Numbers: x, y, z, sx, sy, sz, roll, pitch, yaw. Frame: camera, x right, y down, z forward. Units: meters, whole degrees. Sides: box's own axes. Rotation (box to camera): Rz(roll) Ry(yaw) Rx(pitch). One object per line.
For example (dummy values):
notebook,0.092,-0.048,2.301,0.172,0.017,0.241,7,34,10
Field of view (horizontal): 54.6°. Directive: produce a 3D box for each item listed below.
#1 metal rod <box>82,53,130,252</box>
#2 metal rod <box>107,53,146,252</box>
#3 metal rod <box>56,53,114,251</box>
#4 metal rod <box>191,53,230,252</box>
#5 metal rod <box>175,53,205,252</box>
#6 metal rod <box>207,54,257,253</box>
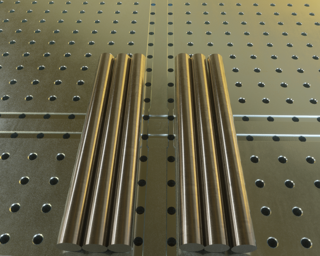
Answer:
metal rod,-0.062,0.004,0.403,0.025,0.025,0.300,1,50,1
metal rod,-0.037,0.004,0.403,0.025,0.025,0.300,1,50,1
metal rod,-0.088,0.004,0.404,0.025,0.025,0.300,1,50,1
metal rod,0.059,0.004,0.404,0.025,0.025,0.300,1,50,1
metal rod,0.034,0.004,0.404,0.025,0.025,0.300,1,50,1
metal rod,0.086,0.005,0.403,0.025,0.025,0.300,1,50,1
